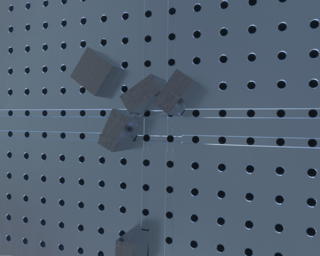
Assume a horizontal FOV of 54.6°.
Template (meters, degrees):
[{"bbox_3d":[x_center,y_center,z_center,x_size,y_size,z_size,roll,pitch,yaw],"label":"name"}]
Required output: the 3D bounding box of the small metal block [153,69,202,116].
[{"bbox_3d":[0.023,-0.043,0.391,0.025,0.050,0.050,39,102,15],"label":"small metal block"}]

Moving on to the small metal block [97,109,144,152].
[{"bbox_3d":[-0.052,0.003,0.418,0.025,0.050,0.050,28,99,18],"label":"small metal block"}]

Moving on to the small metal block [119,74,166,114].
[{"bbox_3d":[-0.016,-0.042,0.405,0.050,0.050,0.025,-33,79,17],"label":"small metal block"}]

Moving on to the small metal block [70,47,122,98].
[{"bbox_3d":[-0.092,-0.080,0.446,0.050,0.025,0.050,38,102,16],"label":"small metal block"}]

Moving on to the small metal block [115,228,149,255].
[{"bbox_3d":[-0.037,0.168,0.413,0.025,0.050,0.050,4,91,20],"label":"small metal block"}]
